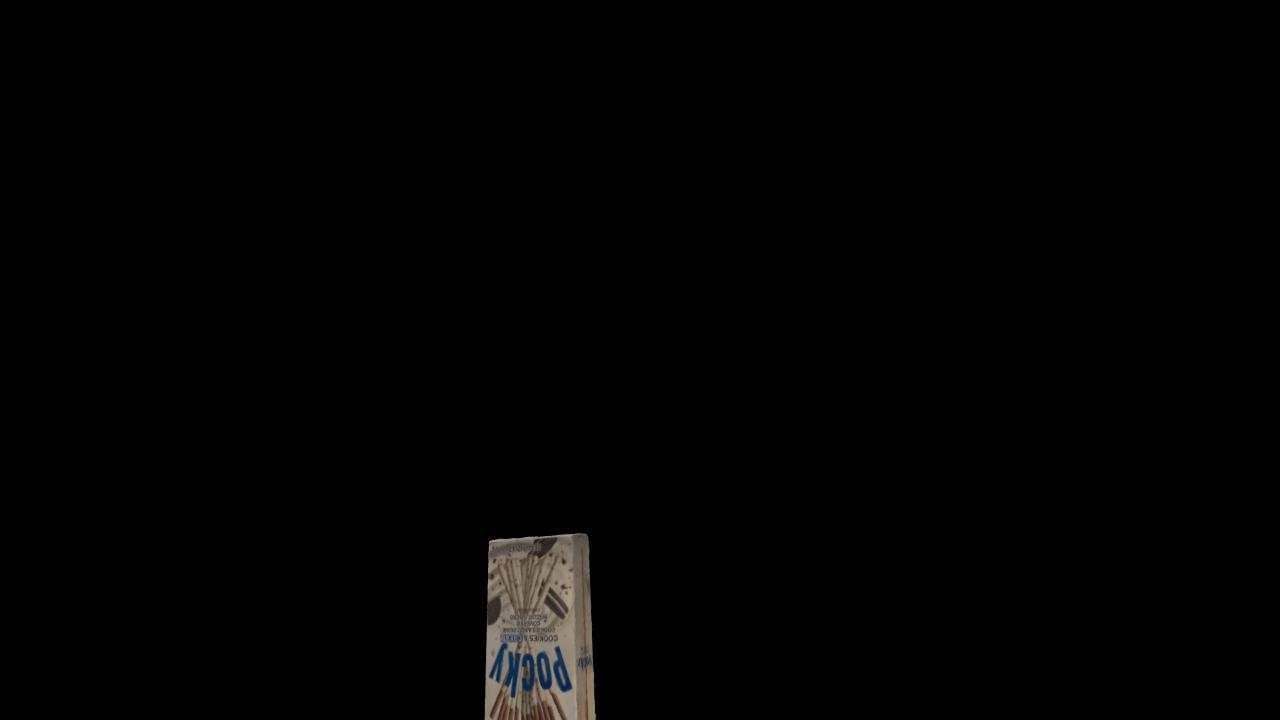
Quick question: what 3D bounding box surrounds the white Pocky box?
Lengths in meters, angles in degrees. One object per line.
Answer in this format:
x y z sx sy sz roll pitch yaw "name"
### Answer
-0.075 0.209 0.453 0.084 0.154 0.028 -12 -20 25 "white Pocky box"
